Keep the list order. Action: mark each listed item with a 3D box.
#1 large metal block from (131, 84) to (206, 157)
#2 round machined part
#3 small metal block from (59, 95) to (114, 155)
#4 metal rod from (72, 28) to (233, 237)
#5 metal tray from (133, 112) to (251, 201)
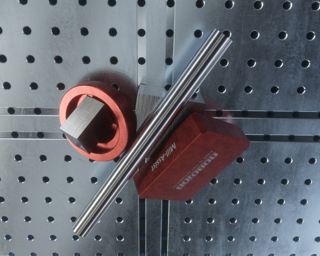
[{"bbox_3d":[0.007,-0.006,0.397,0.081,0.050,0.079,8,110,-4],"label":"large metal block"},{"bbox_3d":[-0.072,-0.011,0.385,0.098,0.042,0.097,10,115,23],"label":"round machined part"},{"bbox_3d":[-0.085,-0.003,0.368,0.025,0.050,0.050,29,70,16],"label":"small metal block"},{"bbox_3d":[-0.019,0.018,0.366,0.025,0.025,0.299,33,106,-12],"label":"metal rod"},{"bbox_3d":[0.038,0.043,0.391,0.091,0.030,0.129,15,128,-39],"label":"metal tray"}]
